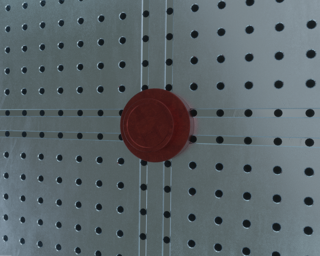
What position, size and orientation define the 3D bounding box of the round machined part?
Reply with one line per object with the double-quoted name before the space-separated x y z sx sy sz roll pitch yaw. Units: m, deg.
"round machined part" -0.009 -0.003 0.405 0.098 0.042 0.097 0 90 19
